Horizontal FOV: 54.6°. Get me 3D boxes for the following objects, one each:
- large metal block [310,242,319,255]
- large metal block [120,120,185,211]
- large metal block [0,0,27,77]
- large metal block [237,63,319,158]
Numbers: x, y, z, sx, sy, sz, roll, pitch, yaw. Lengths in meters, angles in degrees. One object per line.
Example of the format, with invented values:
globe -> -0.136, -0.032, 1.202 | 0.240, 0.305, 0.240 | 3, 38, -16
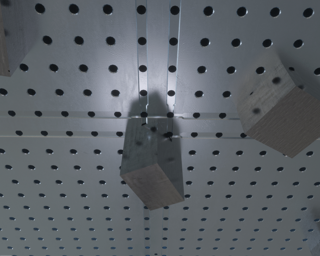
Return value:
large metal block -> 0.360, 0.272, 0.609 | 0.080, 0.080, 0.050 | 9, 130, -7
large metal block -> -0.008, 0.050, 0.418 | 0.050, 0.080, 0.080 | -20, 127, 16
large metal block -> -0.185, -0.104, 0.306 | 0.080, 0.050, 0.079 | 8, 130, -7
large metal block -> 0.156, -0.019, 0.380 | 0.080, 0.050, 0.080 | 25, 126, -20
